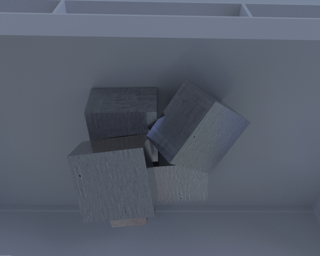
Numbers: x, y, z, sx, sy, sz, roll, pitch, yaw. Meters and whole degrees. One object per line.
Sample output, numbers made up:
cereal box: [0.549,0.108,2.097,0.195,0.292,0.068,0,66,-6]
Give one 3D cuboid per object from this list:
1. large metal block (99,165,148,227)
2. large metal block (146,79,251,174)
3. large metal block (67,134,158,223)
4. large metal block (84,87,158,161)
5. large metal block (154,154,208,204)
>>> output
large metal block: [-0.047,0.082,0.440,0.050,0.080,0.080,-5,130,4]
large metal block: [0.045,0.002,0.359,0.080,0.050,0.080,22,108,-47]
large metal block: [-0.049,0.056,0.352,0.080,0.050,0.079,-7,105,6]
large metal block: [-0.043,-0.003,0.388,0.081,0.050,0.079,-1,130,0]
large metal block: [0.025,0.062,0.441,0.080,0.050,0.080,-4,130,3]
